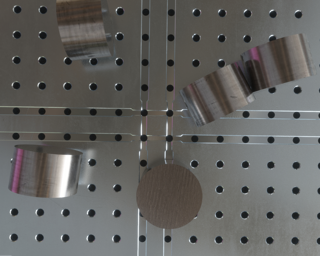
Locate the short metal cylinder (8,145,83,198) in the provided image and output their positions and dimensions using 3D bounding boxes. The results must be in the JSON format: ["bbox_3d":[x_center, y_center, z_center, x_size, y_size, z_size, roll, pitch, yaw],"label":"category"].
[{"bbox_3d":[-0.141,0.051,0.385,0.080,0.080,0.050,8,90,0],"label":"short metal cylinder"}]

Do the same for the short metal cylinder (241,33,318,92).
[{"bbox_3d":[0.147,-0.078,0.387,0.080,0.080,0.050,-15,90,0],"label":"short metal cylinder"}]

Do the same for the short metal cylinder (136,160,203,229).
[{"bbox_3d":[0.011,0.083,0.401,0.081,0.050,0.079,0,90,0],"label":"short metal cylinder"}]

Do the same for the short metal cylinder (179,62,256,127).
[{"bbox_3d":[0.071,-0.041,0.386,0.080,0.080,0.050,-26,90,0],"label":"short metal cylinder"}]

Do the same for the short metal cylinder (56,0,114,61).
[{"bbox_3d":[-0.090,-0.127,0.385,0.050,0.080,0.080,-6,90,0],"label":"short metal cylinder"}]
